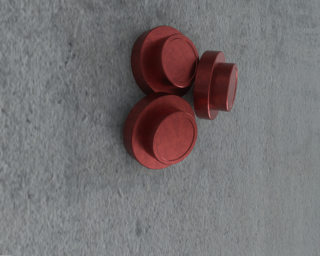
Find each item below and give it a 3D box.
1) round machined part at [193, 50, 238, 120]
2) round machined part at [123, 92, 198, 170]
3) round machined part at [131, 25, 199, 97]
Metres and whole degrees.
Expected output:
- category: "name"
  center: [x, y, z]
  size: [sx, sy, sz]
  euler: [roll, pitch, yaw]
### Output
- category: "round machined part"
  center: [0.082, -0.059, 0.438]
  size: [0.098, 0.042, 0.097]
  euler: [9, 91, -69]
- category: "round machined part"
  center: [0.008, 0.007, 0.385]
  size: [0.099, 0.042, 0.097]
  euler: [-14, 115, -32]
- category: "round machined part"
  center: [0.014, -0.086, 0.407]
  size: [0.099, 0.042, 0.097]
  euler: [0, 90, -40]
